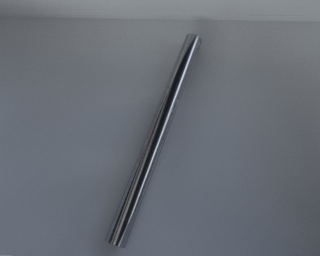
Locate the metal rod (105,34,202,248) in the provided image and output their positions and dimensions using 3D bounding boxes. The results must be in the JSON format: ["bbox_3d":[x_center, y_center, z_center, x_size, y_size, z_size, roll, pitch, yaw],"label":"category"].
[{"bbox_3d":[-0.001,0.002,0.406,0.025,0.025,0.300,19,71,7],"label":"metal rod"}]
